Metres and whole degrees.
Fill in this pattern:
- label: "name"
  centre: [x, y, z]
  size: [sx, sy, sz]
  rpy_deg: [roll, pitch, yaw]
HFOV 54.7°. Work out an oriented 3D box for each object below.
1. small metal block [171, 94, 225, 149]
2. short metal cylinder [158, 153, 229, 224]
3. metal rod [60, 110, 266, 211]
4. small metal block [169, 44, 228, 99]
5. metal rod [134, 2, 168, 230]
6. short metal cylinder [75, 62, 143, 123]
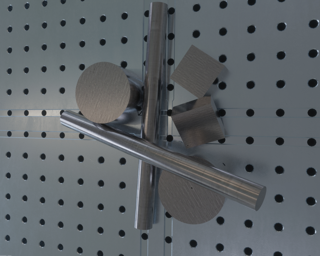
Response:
- label: "small metal block"
  centre: [0.048, -0.007, 0.384]
  size: [0.050, 0.025, 0.050]
  rpy_deg: [-18, 116, 19]
- label: "short metal cylinder"
  centre: [0.044, 0.072, 0.384]
  size: [0.080, 0.050, 0.079]
  rpy_deg: [0, 90, 20]
- label: "metal rod"
  centre: [-0.021, 0.026, 0.378]
  size: [0.300, 0.025, 0.025]
  rpy_deg: [19, 97, 34]
- label: "small metal block"
  centre: [0.049, -0.069, 0.395]
  size: [0.050, 0.025, 0.050]
  rpy_deg: [38, 102, 16]
- label: "metal rod"
  centre: [-0.012, -0.015, 0.416]
  size: [0.025, 0.025, 0.298]
  rpy_deg: [5, 92, 20]
- label: "short metal cylinder"
  centre: [-0.066, -0.046, 0.423]
  size: [0.080, 0.050, 0.079]
  rpy_deg: [0, 90, 20]
